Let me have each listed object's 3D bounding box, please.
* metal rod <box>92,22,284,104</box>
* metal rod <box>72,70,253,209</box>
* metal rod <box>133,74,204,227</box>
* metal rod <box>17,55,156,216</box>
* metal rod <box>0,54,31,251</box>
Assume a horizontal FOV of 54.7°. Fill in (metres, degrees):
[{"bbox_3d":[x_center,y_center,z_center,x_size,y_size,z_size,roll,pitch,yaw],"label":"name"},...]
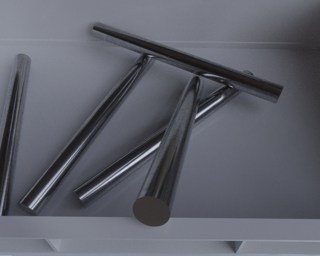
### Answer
[{"bbox_3d":[0.029,-0.102,0.456,0.301,0.025,0.025,24,54,18],"label":"metal rod"},{"bbox_3d":[0.023,0.001,0.404,0.302,0.025,0.025,-35,59,-26],"label":"metal rod"},{"bbox_3d":[0.025,-0.008,0.334,0.025,0.025,0.301,10,26,8],"label":"metal rod"},{"bbox_3d":[-0.078,-0.017,0.418,0.025,0.025,0.301,20,53,15],"label":"metal rod"},{"bbox_3d":[-0.193,0.005,0.397,0.025,0.025,0.300,-7,50,-7],"label":"metal rod"}]
